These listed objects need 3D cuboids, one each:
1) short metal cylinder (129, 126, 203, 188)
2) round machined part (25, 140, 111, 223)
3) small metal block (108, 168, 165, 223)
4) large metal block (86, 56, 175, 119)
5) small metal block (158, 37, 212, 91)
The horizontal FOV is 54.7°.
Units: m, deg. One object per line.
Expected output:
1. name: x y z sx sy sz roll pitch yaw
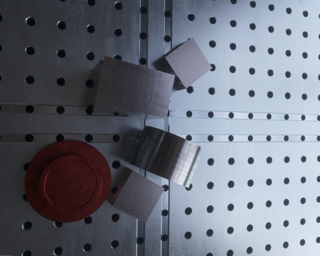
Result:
1. short metal cylinder: 0.008 0.036 0.387 0.080 0.080 0.050 25 82 -19
2. round machined part: -0.106 0.063 0.365 0.099 0.042 0.097 0 90 -20
3. small metal block: -0.030 0.087 0.402 0.050 0.025 0.050 33 79 -17
4. large metal block: -0.039 -0.043 0.370 0.081 0.080 0.050 12 86 -20
5. small metal block: 0.035 -0.087 0.427 0.050 0.025 0.050 -39 103 -16
